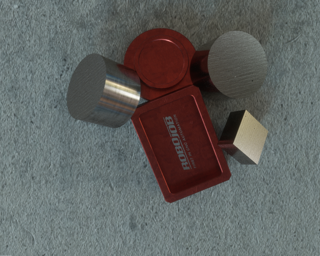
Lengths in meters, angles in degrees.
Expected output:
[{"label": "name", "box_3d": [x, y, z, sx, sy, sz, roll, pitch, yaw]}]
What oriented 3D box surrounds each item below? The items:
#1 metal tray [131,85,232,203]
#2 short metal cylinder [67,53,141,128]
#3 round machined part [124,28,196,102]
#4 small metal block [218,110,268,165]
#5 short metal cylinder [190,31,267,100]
[{"label": "metal tray", "box_3d": [0.026, 0.020, 0.398, 0.090, 0.030, 0.129, -22, 100, 0]}, {"label": "short metal cylinder", "box_3d": [-0.069, -0.044, 0.376, 0.050, 0.080, 0.080, 16, 90, -44]}, {"label": "round machined part", "box_3d": [0.002, -0.082, 0.403, 0.099, 0.042, 0.097, 0, 90, 0]}, {"label": "small metal block", "box_3d": [0.107, 0.013, 0.394, 0.050, 0.025, 0.050, 38, 65, -26]}, {"label": "short metal cylinder", "box_3d": [0.085, -0.075, 0.389, 0.081, 0.050, 0.079, -1, 92, -18]}]
